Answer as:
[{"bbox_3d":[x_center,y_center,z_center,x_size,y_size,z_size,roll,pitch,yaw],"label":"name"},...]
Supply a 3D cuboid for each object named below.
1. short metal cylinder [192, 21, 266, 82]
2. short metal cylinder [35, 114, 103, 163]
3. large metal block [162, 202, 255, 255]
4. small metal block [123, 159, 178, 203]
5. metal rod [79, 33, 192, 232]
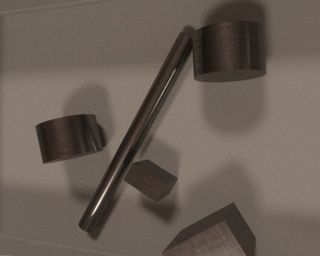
[{"bbox_3d":[0.078,-0.083,0.353,0.080,0.080,0.050,-3,89,19],"label":"short metal cylinder"},{"bbox_3d":[-0.123,0.015,0.423,0.080,0.080,0.050,-15,85,19],"label":"short metal cylinder"},{"bbox_3d":[0.060,0.136,0.360,0.080,0.080,0.050,-34,79,16],"label":"large metal block"},{"bbox_3d":[-0.011,0.066,0.400,0.050,0.050,0.025,31,100,17],"label":"small metal block"},{"bbox_3d":[-0.035,0.013,0.421,0.025,0.025,0.299,32,100,17],"label":"metal rod"}]
